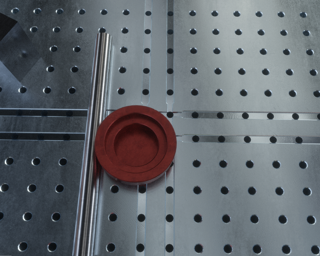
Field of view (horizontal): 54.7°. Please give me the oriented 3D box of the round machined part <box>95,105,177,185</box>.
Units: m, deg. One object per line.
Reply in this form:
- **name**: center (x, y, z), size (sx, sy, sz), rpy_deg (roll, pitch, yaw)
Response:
- **round machined part**: center (-0.030, 0.024, 0.392), size (0.099, 0.042, 0.098), rpy_deg (1, 70, -3)

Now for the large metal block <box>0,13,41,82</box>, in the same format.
- **large metal block**: center (-0.225, -0.118, 0.424), size (0.080, 0.080, 0.050), rpy_deg (28, 73, 10)

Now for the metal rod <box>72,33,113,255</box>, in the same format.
- **metal rod**: center (-0.086, 0.007, 0.408), size (0.025, 0.025, 0.299), rpy_deg (1, 70, 0)
